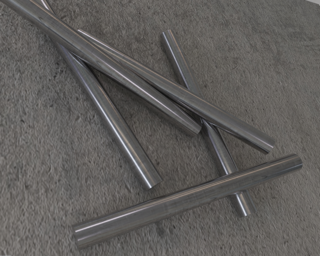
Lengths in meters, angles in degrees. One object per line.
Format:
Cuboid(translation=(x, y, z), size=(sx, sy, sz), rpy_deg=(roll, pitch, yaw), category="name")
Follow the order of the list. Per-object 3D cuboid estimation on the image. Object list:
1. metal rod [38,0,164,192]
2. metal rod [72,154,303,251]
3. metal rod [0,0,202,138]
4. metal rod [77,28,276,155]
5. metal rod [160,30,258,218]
Cuboid(translation=(-0.087, -0.055, 0.389), size=(0.025, 0.025, 0.299), rpy_deg=(-25, 75, -37), category="metal rod")
Cuboid(translation=(0.053, 0.076, 0.362), size=(0.303, 0.025, 0.025), rpy_deg=(-12, 68, -26), category="metal rod")
Cuboid(translation=(-0.068, -0.080, 0.387), size=(0.301, 0.025, 0.025), rpy_deg=(35, 51, -16), category="metal rod")
Cuboid(translation=(0.019, -0.049, 0.420), size=(0.301, 0.025, 0.025), rpy_deg=(30, 52, 0), category="metal rod")
Cuboid(translation=(0.062, -0.020, 0.448), size=(0.025, 0.025, 0.299), rpy_deg=(-8, 66, -32), category="metal rod")
